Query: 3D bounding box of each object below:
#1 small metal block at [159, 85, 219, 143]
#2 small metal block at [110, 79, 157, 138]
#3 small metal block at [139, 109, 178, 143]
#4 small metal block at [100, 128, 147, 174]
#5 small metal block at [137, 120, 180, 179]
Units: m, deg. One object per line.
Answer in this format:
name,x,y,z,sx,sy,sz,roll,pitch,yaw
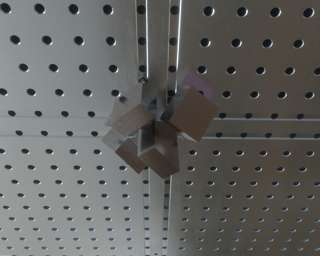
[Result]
small metal block,0.036,-0.018,0.379,0.050,0.025,0.050,35,82,-26
small metal block,-0.031,-0.024,0.374,0.050,0.050,0.025,-34,123,25
small metal block,-0.003,0.002,0.413,0.050,0.025,0.050,-1,130,-1
small metal block,-0.046,0.030,0.416,0.025,0.050,0.050,-48,123,-10
small metal block,-0.001,0.027,0.384,0.025,0.050,0.050,-30,125,22
